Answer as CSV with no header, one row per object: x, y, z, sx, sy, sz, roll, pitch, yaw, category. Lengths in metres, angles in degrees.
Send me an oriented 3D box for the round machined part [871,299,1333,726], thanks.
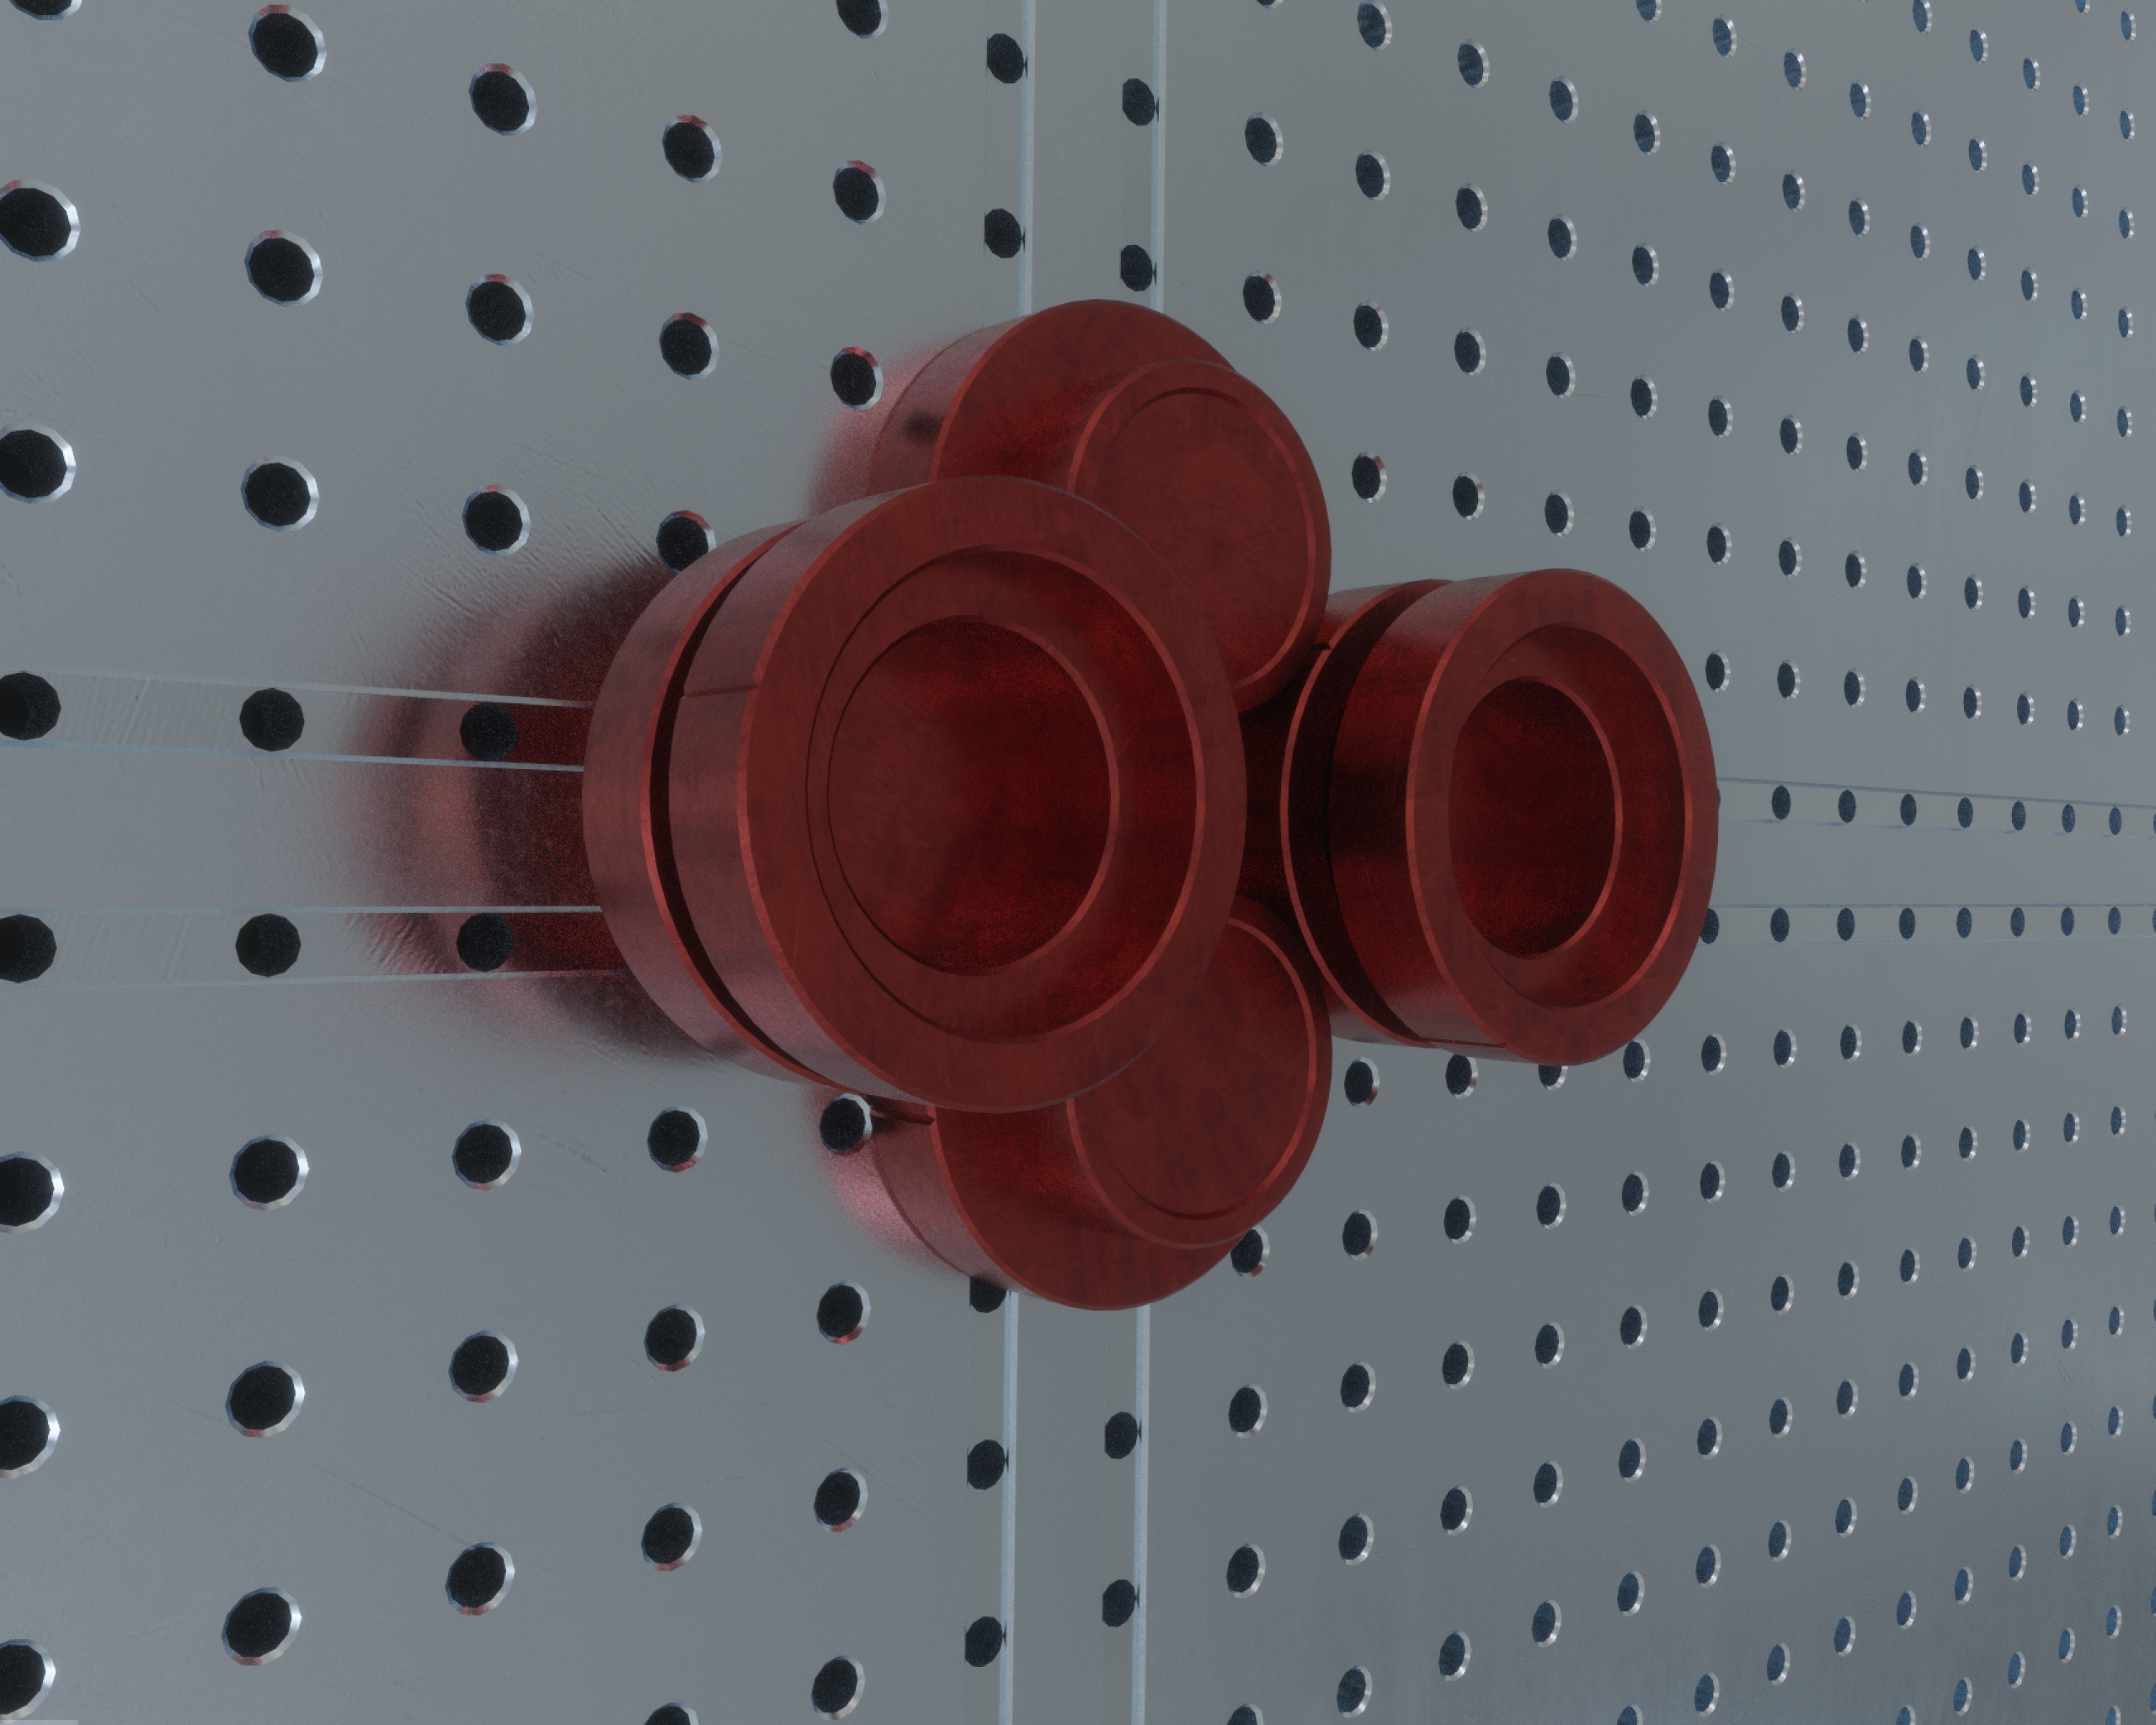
0.011,-0.060,0.406,0.099,0.042,0.097,0,90,-40,round machined part

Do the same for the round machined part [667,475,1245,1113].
-0.023,-0.011,0.336,0.099,0.042,0.097,0,90,-40,round machined part

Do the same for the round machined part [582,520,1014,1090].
-0.041,-0.010,0.362,0.099,0.042,0.097,0,90,-40,round machined part

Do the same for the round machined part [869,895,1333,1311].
0.011,0.038,0.405,0.099,0.042,0.097,0,90,-40,round machined part

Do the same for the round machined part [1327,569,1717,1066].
0.084,-0.009,0.425,0.099,0.042,0.097,0,90,-40,round machined part

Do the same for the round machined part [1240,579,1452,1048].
0.064,-0.010,0.449,0.099,0.042,0.097,0,90,-40,round machined part
